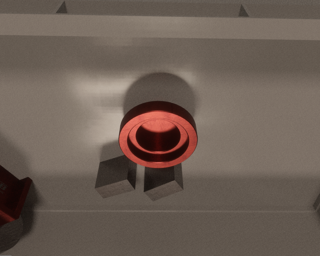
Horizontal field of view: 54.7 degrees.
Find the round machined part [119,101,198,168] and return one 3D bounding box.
[{"bbox_3d":[-0.002,0.004,0.401,0.099,0.042,0.097,-1,130,0],"label":"round machined part"}]

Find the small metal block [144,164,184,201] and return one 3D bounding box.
[{"bbox_3d":[0.005,0.073,0.455,0.050,0.050,0.025,-25,126,19],"label":"small metal block"}]

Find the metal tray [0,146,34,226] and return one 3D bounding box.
[{"bbox_3d":[-0.245,0.066,0.436,0.030,0.090,0.130,-24,127,15],"label":"metal tray"}]

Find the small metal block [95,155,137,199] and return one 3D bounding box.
[{"bbox_3d":[-0.063,0.069,0.451,0.050,0.050,0.025,-18,128,14],"label":"small metal block"}]

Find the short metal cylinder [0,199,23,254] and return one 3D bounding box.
[{"bbox_3d":[-0.249,0.146,0.447,0.050,0.080,0.080,-30,124,19],"label":"short metal cylinder"}]
